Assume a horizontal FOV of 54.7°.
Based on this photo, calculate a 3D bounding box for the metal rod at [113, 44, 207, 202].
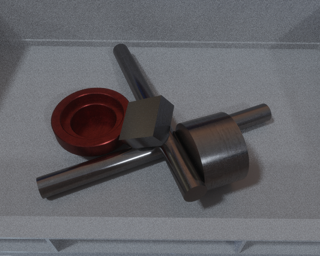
[{"bbox_3d":[-0.015,-0.032,0.406,0.025,0.025,0.300,-15,45,-13],"label":"metal rod"}]

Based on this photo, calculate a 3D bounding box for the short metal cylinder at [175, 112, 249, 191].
[{"bbox_3d":[0.055,0.027,0.346,0.050,0.080,0.080,-15,52,-13],"label":"short metal cylinder"}]

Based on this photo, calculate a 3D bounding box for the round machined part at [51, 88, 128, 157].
[{"bbox_3d":[-0.083,-0.003,0.394,0.099,0.042,0.098,0,50,0],"label":"round machined part"}]

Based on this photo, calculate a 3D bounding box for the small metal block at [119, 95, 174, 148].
[{"bbox_3d":[-0.015,-0.006,0.355,0.050,0.025,0.050,-8,60,37],"label":"small metal block"}]

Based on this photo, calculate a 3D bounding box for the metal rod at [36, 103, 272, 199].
[{"bbox_3d":[0.005,0.023,0.384,0.302,0.025,0.025,-18,53,-15],"label":"metal rod"}]
